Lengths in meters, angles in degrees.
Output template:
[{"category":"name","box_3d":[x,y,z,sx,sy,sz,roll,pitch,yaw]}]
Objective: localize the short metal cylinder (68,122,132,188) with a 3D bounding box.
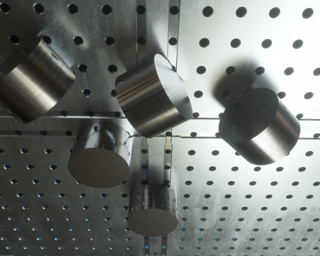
[{"category":"short metal cylinder","box_3d":[-0.080,0.038,0.427,0.081,0.050,0.079,0,131,0]}]

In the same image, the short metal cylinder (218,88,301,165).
[{"category":"short metal cylinder","box_3d":[0.119,-0.002,0.375,0.080,0.080,0.050,-36,122,26]}]

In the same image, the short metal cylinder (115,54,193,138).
[{"category":"short metal cylinder","box_3d":[-0.005,-0.035,0.346,0.050,0.080,0.080,-26,126,20]}]

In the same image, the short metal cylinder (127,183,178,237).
[{"category":"short metal cylinder","box_3d":[-0.012,0.135,0.510,0.081,0.050,0.079,0,130,0]}]

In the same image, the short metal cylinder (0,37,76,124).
[{"category":"short metal cylinder","box_3d":[-0.139,-0.051,0.331,0.080,0.080,0.050,-26,126,20]}]
